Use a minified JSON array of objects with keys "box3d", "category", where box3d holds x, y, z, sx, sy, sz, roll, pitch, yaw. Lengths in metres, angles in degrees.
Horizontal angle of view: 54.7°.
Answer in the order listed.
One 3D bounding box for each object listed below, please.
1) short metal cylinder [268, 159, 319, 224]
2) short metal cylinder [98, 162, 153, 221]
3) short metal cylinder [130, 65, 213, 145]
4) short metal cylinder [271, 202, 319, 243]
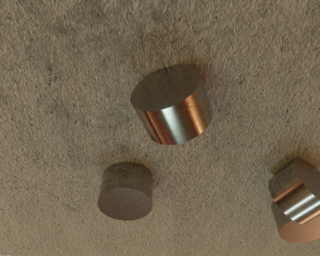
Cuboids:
[{"box3d":[0.207,0.091,0.451,0.080,0.080,0.050,25,126,-20],"category":"short metal cylinder"},{"box3d":[-0.051,0.097,0.473,0.081,0.050,0.079,0,130,0],"category":"short metal cylinder"},{"box3d":[0.014,-0.027,0.348,0.080,0.080,0.050,-16,128,13],"category":"short metal cylinder"},{"box3d":[0.234,0.149,0.520,0.081,0.050,0.079,0,130,0],"category":"short metal cylinder"}]
